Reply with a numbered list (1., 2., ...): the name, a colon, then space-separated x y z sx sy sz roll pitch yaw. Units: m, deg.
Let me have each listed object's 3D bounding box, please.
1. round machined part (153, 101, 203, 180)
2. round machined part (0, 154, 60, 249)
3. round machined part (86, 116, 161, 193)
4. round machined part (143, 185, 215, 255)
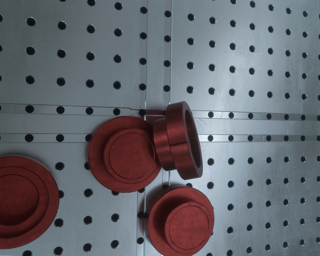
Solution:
1. round machined part: 0.022 0.018 0.392 0.042 0.098 0.097 -13 96 14
2. round machined part: -0.164 0.078 0.343 0.099 0.042 0.097 0 90 -21
3. round machined part: -0.040 0.033 0.390 0.099 0.042 0.097 0 90 -20
4. round machined part: 0.031 0.128 0.416 0.099 0.042 0.097 0 90 -20
